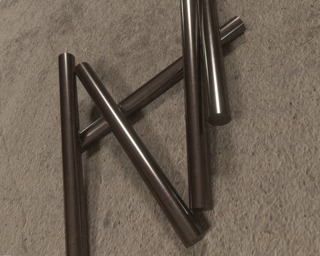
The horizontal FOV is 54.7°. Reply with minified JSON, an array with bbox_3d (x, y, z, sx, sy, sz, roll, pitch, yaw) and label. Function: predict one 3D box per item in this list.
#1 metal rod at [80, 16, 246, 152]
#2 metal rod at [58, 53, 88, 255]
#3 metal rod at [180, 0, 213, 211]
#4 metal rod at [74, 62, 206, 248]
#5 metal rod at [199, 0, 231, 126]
[{"bbox_3d":[-0.008,-0.058,0.442,0.300,0.025,0.025,-36,51,3],"label":"metal rod"},{"bbox_3d":[-0.120,0.024,0.420,0.025,0.025,0.299,-19,64,17],"label":"metal rod"},{"bbox_3d":[0.043,-0.050,0.388,0.025,0.025,0.299,-11,64,22],"label":"metal rod"},{"bbox_3d":[-0.041,0.012,0.392,0.025,0.025,0.300,-38,59,2],"label":"metal rod"},{"bbox_3d":[0.067,-0.134,0.416,0.025,0.025,0.300,-13,54,21],"label":"metal rod"}]
